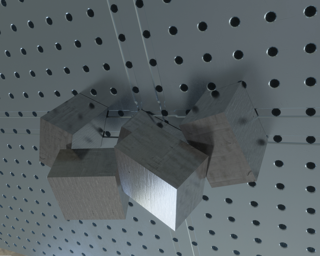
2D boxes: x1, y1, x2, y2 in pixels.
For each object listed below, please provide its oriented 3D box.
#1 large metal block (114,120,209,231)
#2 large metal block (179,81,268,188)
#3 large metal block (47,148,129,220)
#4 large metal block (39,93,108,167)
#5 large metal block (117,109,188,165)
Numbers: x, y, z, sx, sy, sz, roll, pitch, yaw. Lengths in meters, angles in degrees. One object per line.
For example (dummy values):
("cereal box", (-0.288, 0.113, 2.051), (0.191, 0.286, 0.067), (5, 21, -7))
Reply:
("large metal block", (0.001, 0.051, 0.335), (0.080, 0.050, 0.080), (30, 143, 28))
("large metal block", (0.074, 0.006, 0.339), (0.050, 0.080, 0.080), (-17, 110, 34))
("large metal block", (-0.086, 0.073, 0.399), (0.080, 0.050, 0.079), (-2, 127, 5))
("large metal block", (-0.123, 0.009, 0.443), (0.050, 0.080, 0.079), (27, 128, 11))
("large metal block", (-0.014, 0.034, 0.421), (0.080, 0.050, 0.079), (28, 128, 10))
